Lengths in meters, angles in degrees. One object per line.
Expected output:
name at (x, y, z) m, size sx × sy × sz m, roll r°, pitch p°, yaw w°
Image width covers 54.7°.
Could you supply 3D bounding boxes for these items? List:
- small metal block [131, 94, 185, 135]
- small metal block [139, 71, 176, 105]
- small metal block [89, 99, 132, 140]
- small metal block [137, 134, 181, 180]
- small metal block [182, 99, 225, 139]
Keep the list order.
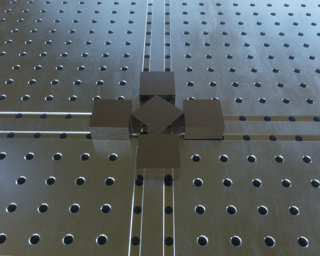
small metal block at (-0.003, -0.012, 0.417) m, size 0.050 × 0.025 × 0.050 m, roll 35°, pitch 58°, yaw 25°
small metal block at (-0.004, -0.057, 0.456) m, size 0.050 × 0.025 × 0.050 m, roll 0°, pitch 50°, yaw -1°
small metal block at (-0.064, -0.012, 0.417) m, size 0.050 × 0.025 × 0.050 m, roll 1°, pitch 50°, yaw 0°
small metal block at (-0.002, 0.035, 0.378) m, size 0.050 × 0.025 × 0.050 m, roll 0°, pitch 50°, yaw 0°
small metal block at (0.057, -0.012, 0.418) m, size 0.050 × 0.025 × 0.050 m, roll 0°, pitch 50°, yaw -1°
